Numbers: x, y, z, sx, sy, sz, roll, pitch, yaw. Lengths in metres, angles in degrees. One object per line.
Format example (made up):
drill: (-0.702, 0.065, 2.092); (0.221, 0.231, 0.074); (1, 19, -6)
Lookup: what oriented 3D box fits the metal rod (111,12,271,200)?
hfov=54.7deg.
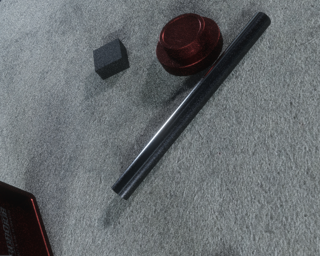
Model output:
metal rod: (0.045, -0.034, 0.399); (0.025, 0.025, 0.300); (33, 80, 38)

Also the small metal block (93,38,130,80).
small metal block: (-0.082, -0.115, 0.515); (0.050, 0.025, 0.050); (-23, 53, 13)

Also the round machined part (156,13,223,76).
round machined part: (0.038, -0.127, 0.450); (0.098, 0.042, 0.098); (-13, 56, 20)

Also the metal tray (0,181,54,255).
metal tray: (-0.182, 0.125, 0.378); (0.030, 0.090, 0.130); (-40, 51, 1)
